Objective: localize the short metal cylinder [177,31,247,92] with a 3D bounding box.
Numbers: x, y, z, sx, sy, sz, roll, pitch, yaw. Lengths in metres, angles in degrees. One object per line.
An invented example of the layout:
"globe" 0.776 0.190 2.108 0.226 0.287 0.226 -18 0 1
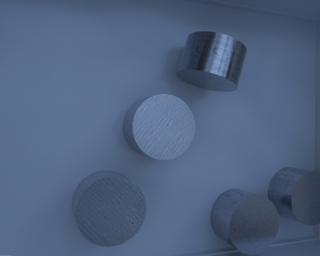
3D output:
"short metal cylinder" 0.067 -0.085 0.406 0.081 0.080 0.050 18 84 -19

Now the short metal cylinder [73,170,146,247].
"short metal cylinder" -0.063 0.094 0.374 0.081 0.050 0.080 0 90 -20

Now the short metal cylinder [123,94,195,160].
"short metal cylinder" -0.002 -0.001 0.396 0.081 0.050 0.080 0 90 -20

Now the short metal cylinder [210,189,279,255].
"short metal cylinder" 0.120 0.131 0.441 0.081 0.050 0.080 0 90 -20

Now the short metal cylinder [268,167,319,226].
"short metal cylinder" 0.216 0.103 0.477 0.081 0.050 0.080 0 90 -20
